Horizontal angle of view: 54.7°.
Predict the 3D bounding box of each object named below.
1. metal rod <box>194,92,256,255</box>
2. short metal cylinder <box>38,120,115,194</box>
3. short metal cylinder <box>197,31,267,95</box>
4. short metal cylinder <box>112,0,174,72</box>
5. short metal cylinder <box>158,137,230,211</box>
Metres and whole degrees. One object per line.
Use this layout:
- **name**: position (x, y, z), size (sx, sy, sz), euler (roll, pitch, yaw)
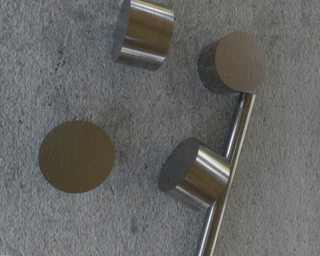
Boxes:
- **metal rod**: position (0.086, 0.093, 0.441), size (0.025, 0.025, 0.299), euler (19, 84, -19)
- **short metal cylinder**: position (-0.098, 0.031, 0.360), size (0.081, 0.050, 0.080), euler (0, 90, -20)
- **short metal cylinder**: position (0.100, -0.088, 0.433), size (0.081, 0.050, 0.080), euler (0, 90, -20)
- **short metal cylinder**: position (-0.023, -0.112, 0.371), size (0.050, 0.080, 0.080), euler (10, 87, -20)
- **short metal cylinder**: position (0.042, 0.058, 0.396), size (0.050, 0.080, 0.080), euler (35, 79, -17)
